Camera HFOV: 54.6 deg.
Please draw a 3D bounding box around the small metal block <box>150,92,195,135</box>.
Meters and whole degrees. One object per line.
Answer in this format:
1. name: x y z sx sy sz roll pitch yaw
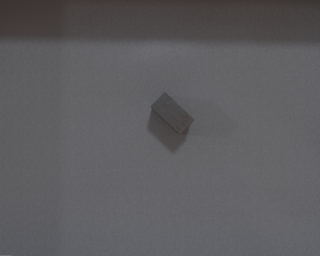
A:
1. small metal block: 0.015 -0.018 0.399 0.050 0.050 0.025 44 90 0
